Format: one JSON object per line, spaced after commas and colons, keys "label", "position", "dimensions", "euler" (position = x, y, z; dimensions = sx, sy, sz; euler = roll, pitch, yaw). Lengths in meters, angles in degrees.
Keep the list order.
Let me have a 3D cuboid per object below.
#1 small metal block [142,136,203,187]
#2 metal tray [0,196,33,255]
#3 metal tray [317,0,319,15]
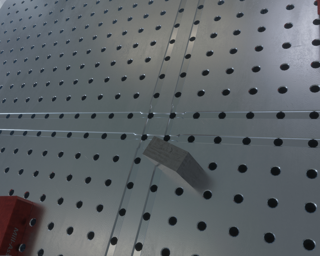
{"label": "small metal block", "position": [0.016, 0.039, 0.360], "dimensions": [0.050, 0.050, 0.025], "euler": [24, 75, 36]}
{"label": "metal tray", "position": [-0.240, 0.162, 0.431], "dimensions": [0.090, 0.030, 0.130], "euler": [-6, 59, 24]}
{"label": "metal tray", "position": [0.249, -0.162, 0.346], "dimensions": [0.130, 0.030, 0.090], "euler": [-1, 30, 27]}
